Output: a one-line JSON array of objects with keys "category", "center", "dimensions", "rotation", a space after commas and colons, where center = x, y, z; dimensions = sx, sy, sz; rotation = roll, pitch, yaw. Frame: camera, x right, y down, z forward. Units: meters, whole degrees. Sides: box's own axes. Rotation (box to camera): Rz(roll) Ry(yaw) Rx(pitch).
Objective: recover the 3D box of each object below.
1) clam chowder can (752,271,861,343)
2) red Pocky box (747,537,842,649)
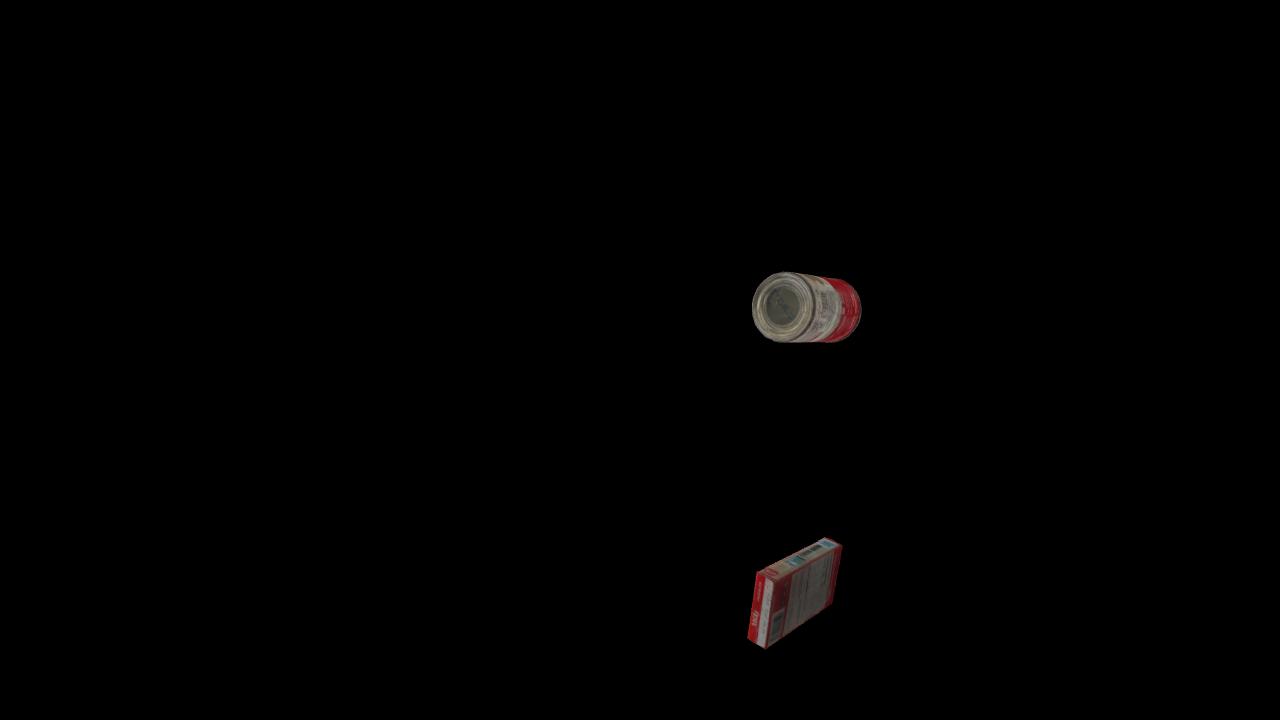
[{"category": "clam chowder can", "center": [0.164, -0.050, 0.604], "dimensions": [0.068, 0.068, 0.102], "rotation": [0, 2, 42]}, {"category": "red Pocky box", "center": [0.182, 0.266, 0.713], "dimensions": [0.028, 0.083, 0.155], "rotation": [14, 12, 43]}]
